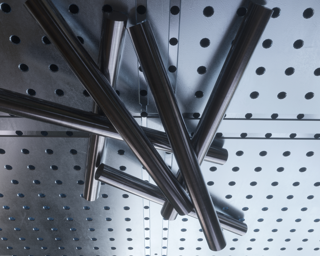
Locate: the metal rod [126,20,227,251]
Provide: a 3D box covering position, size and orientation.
[{"bbox_3d":[0.027,0.025,0.370,0.025,0.025,0.299,-16,109,13],"label":"metal rod"}]

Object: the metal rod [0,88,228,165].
[{"bbox_3d":[-0.042,0.005,0.387,0.302,0.025,0.025,15,129,-24],"label":"metal rod"}]

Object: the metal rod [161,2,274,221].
[{"bbox_3d":[0.057,0.002,0.380,0.025,0.025,0.298,14,119,-11],"label":"metal rod"}]

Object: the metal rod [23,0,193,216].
[{"bbox_3d":[-0.044,-0.010,0.355,0.025,0.025,0.300,-26,112,20],"label":"metal rod"}]

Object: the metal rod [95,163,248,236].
[{"bbox_3d":[0.033,0.123,0.501,0.301,0.025,0.025,28,125,-28],"label":"metal rod"}]

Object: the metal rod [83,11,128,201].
[{"bbox_3d":[-0.078,-0.003,0.408,0.025,0.025,0.298,10,130,-8],"label":"metal rod"}]
